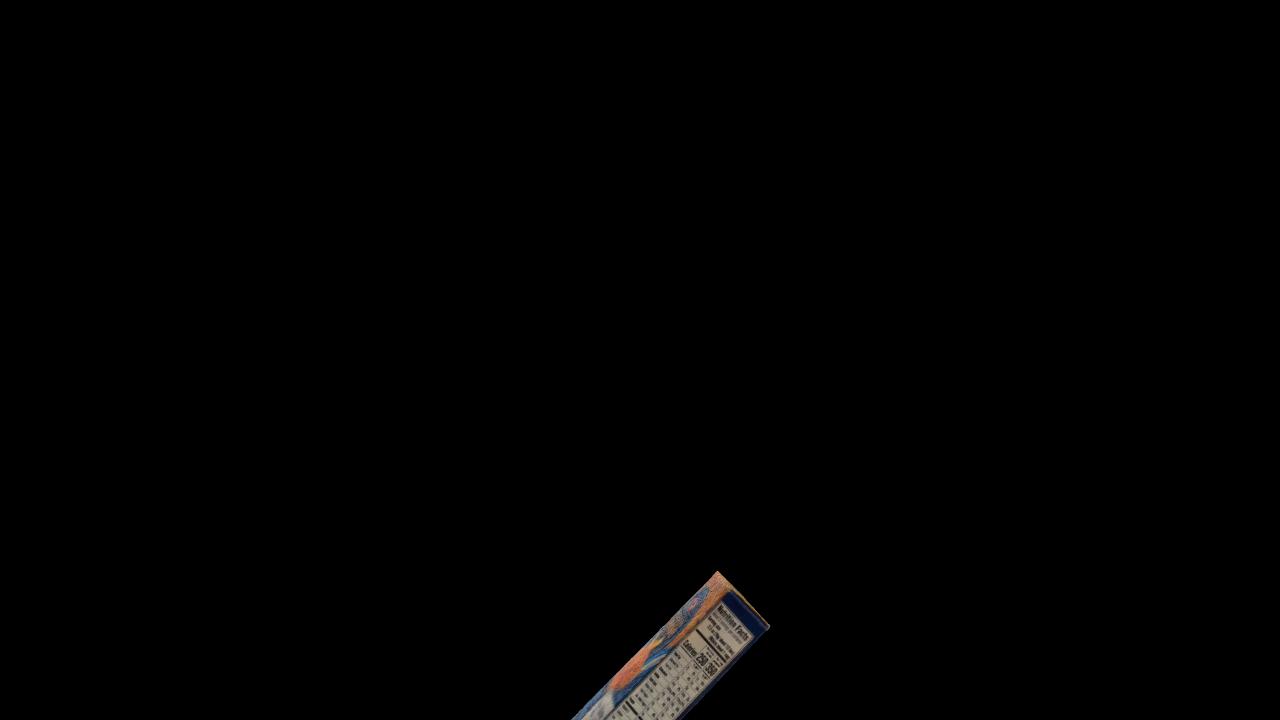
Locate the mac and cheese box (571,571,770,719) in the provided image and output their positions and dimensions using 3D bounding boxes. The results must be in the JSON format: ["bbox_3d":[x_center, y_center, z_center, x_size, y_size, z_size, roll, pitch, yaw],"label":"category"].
[{"bbox_3d":[0.004,0.226,0.417,0.184,0.041,0.093,-43,-11,-8],"label":"mac and cheese box"}]
